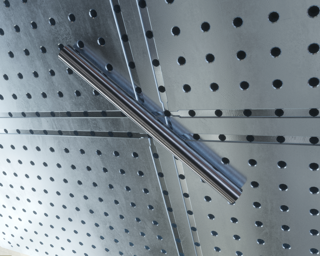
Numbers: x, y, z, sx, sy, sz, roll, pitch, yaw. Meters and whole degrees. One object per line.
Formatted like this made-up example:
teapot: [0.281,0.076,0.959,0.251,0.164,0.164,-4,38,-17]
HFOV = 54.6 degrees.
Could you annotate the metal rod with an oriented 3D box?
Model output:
metal rod: [-0.013,-0.006,0.415,0.300,0.025,0.025,40,129,0]
